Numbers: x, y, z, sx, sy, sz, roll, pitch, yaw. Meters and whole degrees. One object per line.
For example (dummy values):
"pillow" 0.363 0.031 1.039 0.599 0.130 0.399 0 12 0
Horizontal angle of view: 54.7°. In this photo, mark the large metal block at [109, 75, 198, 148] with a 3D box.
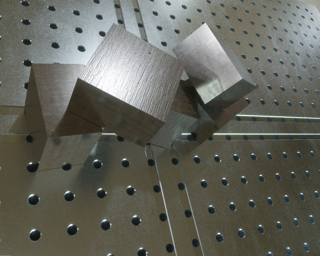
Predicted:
"large metal block" -0.009 -0.024 0.383 0.081 0.080 0.050 17 55 -19

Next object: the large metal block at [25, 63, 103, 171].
"large metal block" -0.104 -0.010 0.323 0.050 0.080 0.080 -6 65 -31

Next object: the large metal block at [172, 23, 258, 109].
"large metal block" 0.071 -0.074 0.389 0.080 0.050 0.080 1 57 -61

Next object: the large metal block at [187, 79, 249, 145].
"large metal block" 0.069 -0.036 0.453 0.081 0.050 0.080 -35 81 -39

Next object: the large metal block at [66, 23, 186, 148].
"large metal block" -0.030 -0.041 0.298 0.080 0.050 0.080 27 52 -11
